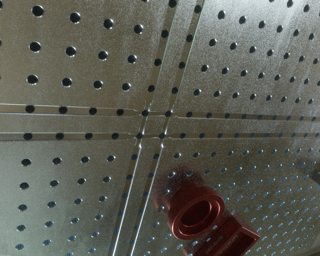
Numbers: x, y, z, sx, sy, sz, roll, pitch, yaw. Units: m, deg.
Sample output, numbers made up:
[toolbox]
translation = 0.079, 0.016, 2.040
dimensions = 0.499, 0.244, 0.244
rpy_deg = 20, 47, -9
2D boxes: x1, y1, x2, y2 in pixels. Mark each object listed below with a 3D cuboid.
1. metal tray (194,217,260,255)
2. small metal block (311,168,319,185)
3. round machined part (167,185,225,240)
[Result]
[metal tray]
translation = 0.136, 0.250, 0.639
dimensions = 0.130, 0.030, 0.090
rpy_deg = -49, 129, 6
[small metal block]
translation = 0.368, 0.110, 0.668
dimensions = 0.050, 0.050, 0.025
rpy_deg = -7, 121, -26
[round machined part]
translation = 0.055, 0.135, 0.516
dimensions = 0.099, 0.042, 0.097
rpy_deg = -14, 125, -21
